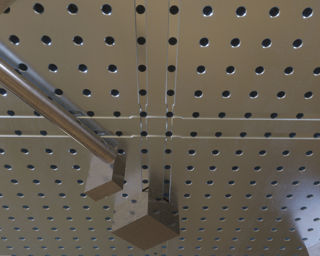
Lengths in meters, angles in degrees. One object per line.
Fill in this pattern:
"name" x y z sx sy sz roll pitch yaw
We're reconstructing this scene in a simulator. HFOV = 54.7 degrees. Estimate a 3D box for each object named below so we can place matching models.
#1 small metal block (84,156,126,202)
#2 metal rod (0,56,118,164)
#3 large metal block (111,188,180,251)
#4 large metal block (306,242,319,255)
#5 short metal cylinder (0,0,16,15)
"small metal block" -0.080 0.073 0.457 0.050 0.050 0.025 -27 125 21
"metal rod" -0.164 -0.048 0.369 0.025 0.025 0.300 -31 124 24
"large metal block" -0.023 0.159 0.530 0.080 0.050 0.080 -33 123 25
"large metal block" 0.349 0.264 0.604 0.050 0.080 0.080 33 123 -25
"short metal cylinder" -0.171 -0.138 0.276 0.081 0.050 0.079 0 130 0
